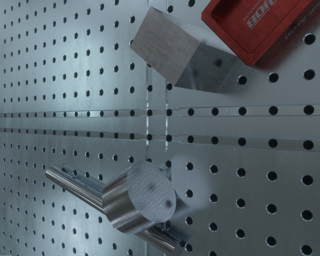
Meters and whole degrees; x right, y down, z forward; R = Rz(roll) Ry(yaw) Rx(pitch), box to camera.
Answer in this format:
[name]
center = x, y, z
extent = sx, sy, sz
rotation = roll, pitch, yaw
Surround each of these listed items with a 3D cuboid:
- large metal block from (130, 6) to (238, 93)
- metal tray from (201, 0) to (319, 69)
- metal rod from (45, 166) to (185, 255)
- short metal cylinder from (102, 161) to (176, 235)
[large metal block]
center = 0.028, -0.086, 0.351
extent = 0.080, 0.081, 0.050
rotation = 46, 118, 30
[metal tray]
center = 0.113, -0.136, 0.312
extent = 0.129, 0.030, 0.090
rotation = -49, 61, 28
[metal rod]
center = -0.089, 0.118, 0.482
extent = 0.300, 0.025, 0.025
rotation = 17, 101, 38
[short metal cylinder]
center = -0.026, 0.089, 0.395
extent = 0.050, 0.081, 0.080
rotation = -36, 68, 34
